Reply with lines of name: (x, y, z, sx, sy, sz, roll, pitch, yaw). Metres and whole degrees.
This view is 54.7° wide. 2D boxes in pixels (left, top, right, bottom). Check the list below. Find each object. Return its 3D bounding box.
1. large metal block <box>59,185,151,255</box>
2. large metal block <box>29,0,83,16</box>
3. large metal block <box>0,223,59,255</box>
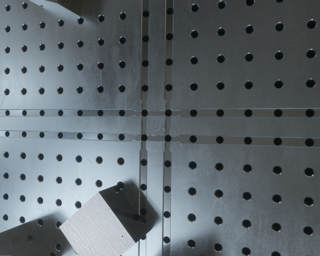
large metal block: (-0.075, 0.138, 0.425, 0.080, 0.050, 0.080, -43, 77, 15)
large metal block: (-0.154, -0.220, 0.452, 0.080, 0.050, 0.080, 20, 97, 18)
large metal block: (-0.213, 0.197, 0.456, 0.080, 0.080, 0.050, 37, 102, 16)
